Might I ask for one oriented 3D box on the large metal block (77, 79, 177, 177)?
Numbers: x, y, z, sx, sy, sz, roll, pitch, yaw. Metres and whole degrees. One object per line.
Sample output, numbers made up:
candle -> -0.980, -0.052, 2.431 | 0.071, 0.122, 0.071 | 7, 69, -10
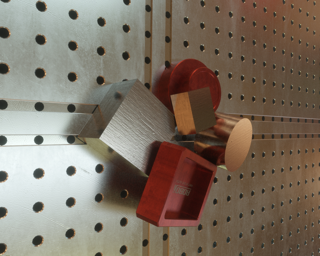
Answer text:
large metal block -> -0.034, 0.001, 0.364 | 0.080, 0.050, 0.080 | 43, 64, -32

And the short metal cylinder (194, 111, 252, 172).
short metal cylinder -> 0.094, 0.019, 0.457 | 0.081, 0.050, 0.079 | -23, 121, -45

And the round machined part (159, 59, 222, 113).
round machined part -> 0.049, -0.050, 0.439 | 0.099, 0.042, 0.097 | 0, 90, -40

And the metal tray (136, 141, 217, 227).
metal tray -> 0.028, 0.076, 0.392 | 0.130, 0.030, 0.090 | 32, 76, -59

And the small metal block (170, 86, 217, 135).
small metal block -> 0.043, -0.022, 0.385 | 0.050, 0.025, 0.050 | -20, 100, -49
